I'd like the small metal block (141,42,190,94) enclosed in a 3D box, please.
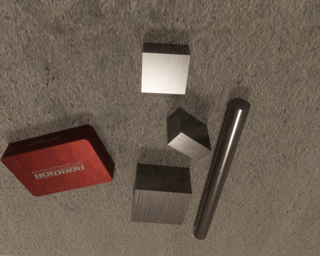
[{"bbox_3d":[0.005,-0.067,0.350,0.050,0.025,0.050,2,130,-3],"label":"small metal block"}]

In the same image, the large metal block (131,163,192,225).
[{"bbox_3d":[0.000,0.103,0.479,0.081,0.050,0.079,6,130,-5],"label":"large metal block"}]

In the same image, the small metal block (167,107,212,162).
[{"bbox_3d":[0.037,0.008,0.398,0.050,0.050,0.025,31,123,-24],"label":"small metal block"}]

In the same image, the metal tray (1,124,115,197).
[{"bbox_3d":[-0.142,0.050,0.444,0.131,0.030,0.090,-13,129,10],"label":"metal tray"}]

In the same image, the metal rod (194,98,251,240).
[{"bbox_3d":[0.087,0.083,0.479,0.025,0.025,0.298,3,130,-3],"label":"metal rod"}]
